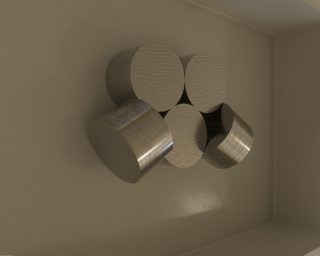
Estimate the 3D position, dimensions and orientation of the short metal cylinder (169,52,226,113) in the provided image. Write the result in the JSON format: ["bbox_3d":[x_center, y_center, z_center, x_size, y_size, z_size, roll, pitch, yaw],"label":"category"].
[{"bbox_3d":[0.045,-0.060,0.426,0.081,0.050,0.080,0,90,-40],"label":"short metal cylinder"}]

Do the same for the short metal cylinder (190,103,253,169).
[{"bbox_3d":[0.082,0.011,0.437,0.050,0.080,0.080,37,68,-34],"label":"short metal cylinder"}]

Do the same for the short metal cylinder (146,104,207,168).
[{"bbox_3d":[0.015,0.010,0.401,0.081,0.050,0.080,0,90,-40],"label":"short metal cylinder"}]

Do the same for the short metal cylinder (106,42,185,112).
[{"bbox_3d":[-0.017,-0.059,0.374,0.081,0.050,0.080,0,90,-40],"label":"short metal cylinder"}]

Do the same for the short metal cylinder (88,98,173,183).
[{"bbox_3d":[-0.033,0.014,0.341,0.050,0.080,0.080,-38,113,-34],"label":"short metal cylinder"}]
